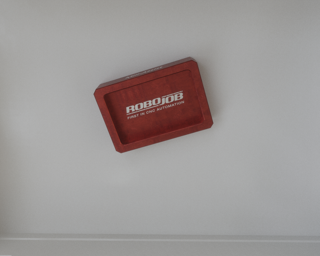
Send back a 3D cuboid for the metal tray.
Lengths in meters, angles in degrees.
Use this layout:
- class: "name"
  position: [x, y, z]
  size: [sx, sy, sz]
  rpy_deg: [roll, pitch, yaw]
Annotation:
- class: "metal tray"
  position: [-0.007, -0.028, 0.397]
  size: [0.130, 0.030, 0.090]
  rpy_deg: [-16, 109, 5]
